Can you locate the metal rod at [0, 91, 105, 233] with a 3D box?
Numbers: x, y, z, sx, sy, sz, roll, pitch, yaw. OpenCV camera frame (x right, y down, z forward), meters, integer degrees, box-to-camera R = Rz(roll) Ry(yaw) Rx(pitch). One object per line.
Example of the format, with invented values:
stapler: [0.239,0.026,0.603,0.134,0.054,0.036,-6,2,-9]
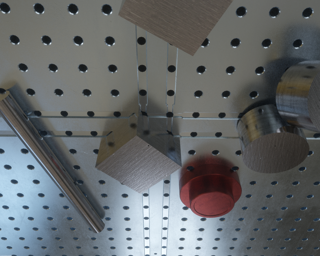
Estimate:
metal rod: [-0.154,0.071,0.470,0.025,0.025,0.299,-13,129,10]

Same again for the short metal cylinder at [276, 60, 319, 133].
short metal cylinder: [0.179,-0.035,0.343,0.081,0.050,0.079,-3,101,-16]

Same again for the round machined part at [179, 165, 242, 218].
round machined part: [0.080,0.106,0.491,0.099,0.042,0.097,0,130,0]

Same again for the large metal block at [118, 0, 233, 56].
large metal block: [0.018,-0.128,0.287,0.080,0.050,0.080,24,126,-19]

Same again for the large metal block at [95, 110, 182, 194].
large metal block: [-0.028,0.035,0.425,0.080,0.050,0.080,-37,121,27]

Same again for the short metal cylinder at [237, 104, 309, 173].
short metal cylinder: [0.145,0.015,0.405,0.080,0.050,0.080,1,135,2]
